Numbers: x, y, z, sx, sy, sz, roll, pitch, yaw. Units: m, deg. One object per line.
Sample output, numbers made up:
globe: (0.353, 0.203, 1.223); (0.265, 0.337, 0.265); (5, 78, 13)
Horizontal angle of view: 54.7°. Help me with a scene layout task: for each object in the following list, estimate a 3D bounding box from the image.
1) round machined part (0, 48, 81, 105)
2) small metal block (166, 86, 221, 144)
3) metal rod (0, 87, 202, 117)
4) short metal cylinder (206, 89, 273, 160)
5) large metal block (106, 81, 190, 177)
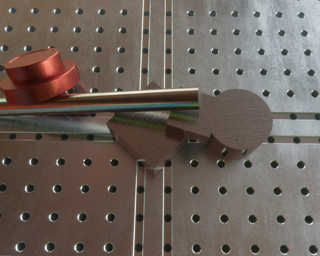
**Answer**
round machined part: (-0.157, -0.072, 0.398); (0.099, 0.042, 0.098); (-9, 31, 6)
small metal block: (0.039, -0.015, 0.362); (0.050, 0.025, 0.050); (18, 71, 6)
metal rod: (-0.101, -0.029, 0.375); (0.301, 0.025, 0.025); (-1, 69, 17)
short metal cylinder: (0.097, -0.004, 0.401); (0.081, 0.050, 0.080); (0, 70, 0)
large metal block: (-0.008, 0.001, 0.395); (0.080, 0.050, 0.080); (42, 75, 13)
